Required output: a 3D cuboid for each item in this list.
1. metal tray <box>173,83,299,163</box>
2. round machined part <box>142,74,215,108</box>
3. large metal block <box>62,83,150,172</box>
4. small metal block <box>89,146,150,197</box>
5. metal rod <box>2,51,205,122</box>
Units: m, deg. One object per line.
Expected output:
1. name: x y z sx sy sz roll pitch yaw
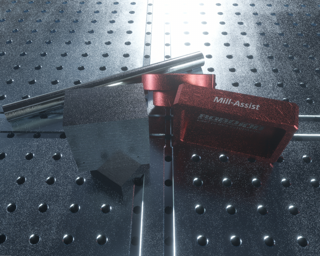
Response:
1. metal tray: 0.083 -0.003 0.366 0.131 0.090 0.030 12 60 9
2. round machined part: 0.025 -0.051 0.419 0.099 0.042 0.098 0 9 0
3. large metal block: -0.055 0.001 0.338 0.081 0.080 0.050 -6 50 -6
4. small metal block: -0.048 0.045 0.369 0.050 0.025 0.050 29 56 22
5. metal rod: -0.071 -0.066 0.461 0.302 0.025 0.025 -19 53 -16
